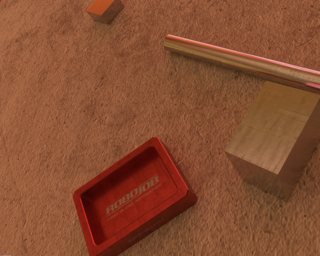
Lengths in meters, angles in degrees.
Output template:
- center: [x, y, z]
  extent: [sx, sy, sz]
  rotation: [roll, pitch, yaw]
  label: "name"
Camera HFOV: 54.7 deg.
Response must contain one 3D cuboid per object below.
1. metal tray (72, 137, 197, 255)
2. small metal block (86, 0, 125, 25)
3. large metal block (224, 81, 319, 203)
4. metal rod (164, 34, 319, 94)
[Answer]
- center: [-0.033, 0.082, 0.366]
  extent: [0.130, 0.030, 0.090]
  rotation: [-35, 52, 4]
  label: "metal tray"
- center: [-0.106, -0.231, 0.599]
  extent: [0.050, 0.025, 0.050]
  rotation: [29, 77, 37]
  label: "small metal block"
- center: [0.113, 0.015, 0.300]
  extent: [0.050, 0.080, 0.080]
  rotation: [25, 75, 36]
  label: "large metal block"
- center: [0.122, -0.077, 0.386]
  extent: [0.300, 0.025, 0.025]
  rotation: [27, 76, 36]
  label: "metal rod"
